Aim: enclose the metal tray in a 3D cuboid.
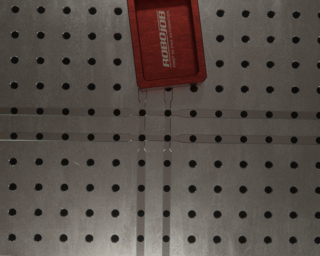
[{"bbox_3d":[0.008,-0.119,0.410,0.091,0.030,0.129,-7,90,-1],"label":"metal tray"}]
